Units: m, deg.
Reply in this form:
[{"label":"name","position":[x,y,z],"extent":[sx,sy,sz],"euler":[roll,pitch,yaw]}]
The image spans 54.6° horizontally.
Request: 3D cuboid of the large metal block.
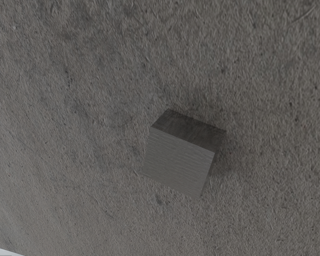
[{"label":"large metal block","position":[0.029,0.033,0.396],"extent":[0.080,0.050,0.079],"euler":[22,127,15]}]
